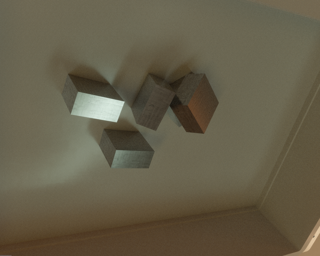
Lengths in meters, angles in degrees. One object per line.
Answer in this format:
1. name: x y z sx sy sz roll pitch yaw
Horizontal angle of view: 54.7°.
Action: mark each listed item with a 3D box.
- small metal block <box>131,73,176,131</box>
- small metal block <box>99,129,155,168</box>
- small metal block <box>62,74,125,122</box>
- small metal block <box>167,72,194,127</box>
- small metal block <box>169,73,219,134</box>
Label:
1. small metal block: -0.009 -0.032 0.366 0.025 0.050 0.050 21 107 -21
2. small metal block: -0.042 0.026 0.387 0.050 0.050 0.025 5 116 -31
3. small metal block: -0.073 -0.032 0.334 0.050 0.050 0.025 10 113 -33
4. small metal block: 0.033 -0.037 0.406 0.050 0.025 0.050 -31 129 -9
5. small metal block: 0.042 -0.029 0.368 0.050 0.025 0.050 55 53 -40
